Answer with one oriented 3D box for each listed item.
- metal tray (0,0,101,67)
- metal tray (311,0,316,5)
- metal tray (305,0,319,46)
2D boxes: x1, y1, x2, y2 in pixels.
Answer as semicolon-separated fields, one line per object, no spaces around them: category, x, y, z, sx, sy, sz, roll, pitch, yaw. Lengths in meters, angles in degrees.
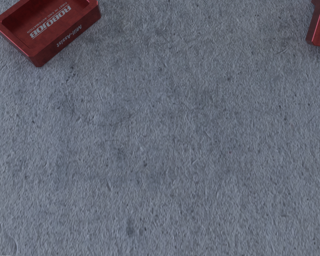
metal tray;-0.166;-0.163;0.463;0.090;0.030;0.130;41;75;13
metal tray;0.300;-0.179;0.447;0.131;0.030;0.090;9;35;3
metal tray;0.287;-0.154;0.436;0.131;0.030;0.089;10;111;3
